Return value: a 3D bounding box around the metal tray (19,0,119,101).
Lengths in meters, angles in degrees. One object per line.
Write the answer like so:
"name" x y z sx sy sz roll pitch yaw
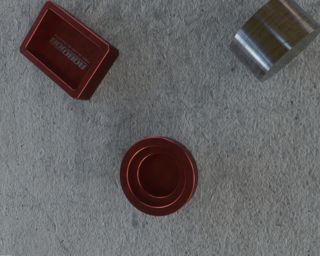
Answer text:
"metal tray" -0.135 -0.113 0.453 0.130 0.030 0.090 39 102 15

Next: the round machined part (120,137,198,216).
"round machined part" 0.001 0.059 0.399 0.098 0.042 0.097 0 90 20

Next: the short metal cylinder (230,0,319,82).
"short metal cylinder" 0.124 -0.095 0.336 0.080 0.080 0.050 -42 77 15
